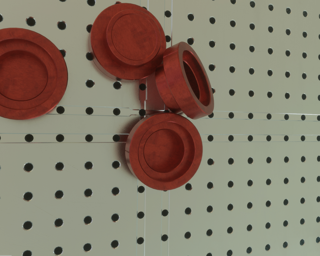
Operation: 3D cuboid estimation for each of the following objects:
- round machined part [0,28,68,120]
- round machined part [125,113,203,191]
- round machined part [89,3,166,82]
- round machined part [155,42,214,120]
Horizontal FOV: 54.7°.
[{"bbox_3d":[-0.156,-0.057,0.346,0.099,0.042,0.097,0,90,-21],"label":"round machined part"},{"bbox_3d":[0.002,0.028,0.404,0.099,0.042,0.097,-1,93,-21],"label":"round machined part"},{"bbox_3d":[-0.037,-0.109,0.390,0.099,0.042,0.097,0,90,-21],"label":"round machined part"},{"bbox_3d":[0.029,-0.057,0.397,0.098,0.042,0.098,42,38,-44],"label":"round machined part"}]
